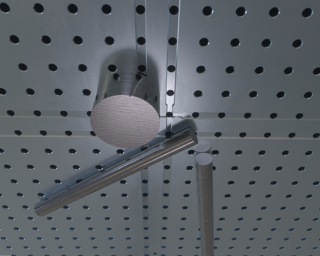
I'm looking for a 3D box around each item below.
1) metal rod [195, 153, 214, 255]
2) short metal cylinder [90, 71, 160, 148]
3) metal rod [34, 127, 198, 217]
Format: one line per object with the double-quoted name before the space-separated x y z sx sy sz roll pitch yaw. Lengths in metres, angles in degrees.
"metal rod" 0.082 0.157 0.546 0.025 0.025 0.298 -5 130 4
"short metal cylinder" -0.040 -0.021 0.377 0.081 0.050 0.079 0 130 0
"metal rod" -0.079 0.075 0.474 0.300 0.025 0.025 -27 125 21
